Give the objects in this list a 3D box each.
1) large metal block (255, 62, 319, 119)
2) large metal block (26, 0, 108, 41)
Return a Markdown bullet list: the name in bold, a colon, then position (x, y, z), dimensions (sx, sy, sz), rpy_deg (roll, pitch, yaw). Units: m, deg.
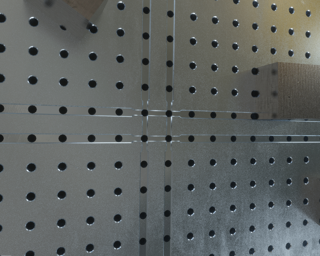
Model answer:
- **large metal block**: position (0.194, -0.053, 0.470), dimensions (0.081, 0.050, 0.080), rpy_deg (0, 90, -20)
- **large metal block**: position (-0.104, -0.152, 0.345), dimensions (0.080, 0.080, 0.050), rpy_deg (35, 79, -17)
